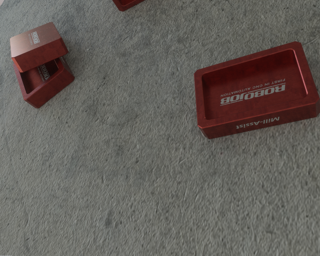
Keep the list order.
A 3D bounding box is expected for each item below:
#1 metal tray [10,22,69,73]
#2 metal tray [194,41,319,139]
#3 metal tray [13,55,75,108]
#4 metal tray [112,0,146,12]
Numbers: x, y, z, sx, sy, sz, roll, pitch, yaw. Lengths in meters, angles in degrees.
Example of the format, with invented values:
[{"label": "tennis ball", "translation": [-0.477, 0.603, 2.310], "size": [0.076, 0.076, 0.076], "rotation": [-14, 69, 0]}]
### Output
[{"label": "metal tray", "translation": [-0.231, -0.156, 0.585], "size": [0.090, 0.030, 0.130], "rotation": [-26, 38, -10]}, {"label": "metal tray", "translation": [0.109, -0.044, 0.369], "size": [0.130, 0.030, 0.090], "rotation": [-13, 56, 20]}, {"label": "metal tray", "translation": [-0.221, -0.107, 0.582], "size": [0.090, 0.030, 0.130], "rotation": [-38, 51, 2]}, {"label": "metal tray", "translation": [-0.038, -0.277, 0.551], "size": [0.130, 0.090, 0.030], "rotation": [-22, 54, 15]}]
